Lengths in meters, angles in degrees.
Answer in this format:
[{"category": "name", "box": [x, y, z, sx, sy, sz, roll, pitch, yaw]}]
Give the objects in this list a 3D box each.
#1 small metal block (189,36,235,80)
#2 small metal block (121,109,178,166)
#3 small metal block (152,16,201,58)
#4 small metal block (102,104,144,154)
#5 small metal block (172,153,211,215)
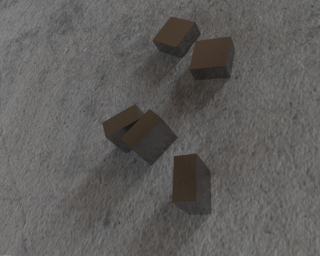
[{"category": "small metal block", "box": [0.072, -0.095, 0.423, 0.050, 0.025, 0.050, 0, 62, 27]}, {"category": "small metal block", "box": [-0.012, 0.012, 0.385, 0.050, 0.050, 0.025, -47, 52, -5]}, {"category": "small metal block", "box": [0.025, -0.140, 0.475, 0.050, 0.025, 0.050, 28, 77, 37]}, {"category": "small metal block", "box": [-0.039, 0.002, 0.405, 0.050, 0.050, 0.025, -29, 52, 10]}, {"category": "small metal block", "box": [0.035, 0.061, 0.331, 0.025, 0.050, 0.050, -10, 58, 23]}]
